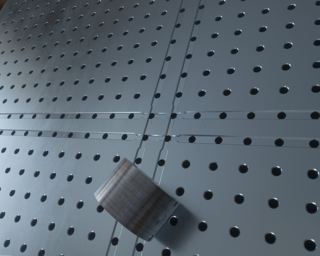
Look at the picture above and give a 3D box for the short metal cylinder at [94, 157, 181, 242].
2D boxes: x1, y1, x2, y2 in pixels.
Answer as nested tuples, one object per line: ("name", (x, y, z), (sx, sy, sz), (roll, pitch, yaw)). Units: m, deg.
("short metal cylinder", (-0.024, 0.077, 0.339), (0.080, 0.080, 0.050), (34, 81, 38))
